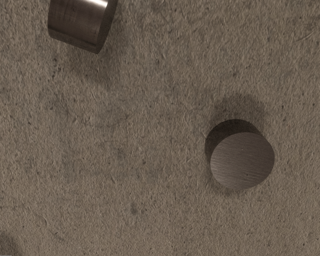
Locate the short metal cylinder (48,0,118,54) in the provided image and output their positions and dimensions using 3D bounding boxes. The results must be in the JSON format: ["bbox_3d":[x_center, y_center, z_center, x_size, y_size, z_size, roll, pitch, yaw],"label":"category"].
[{"bbox_3d":[-0.080,-0.126,0.333,0.050,0.080,0.079,19,109,-7],"label":"short metal cylinder"}]

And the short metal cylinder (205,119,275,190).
[{"bbox_3d":[0.103,0.034,0.410,0.081,0.050,0.079,0,110,-1],"label":"short metal cylinder"}]
